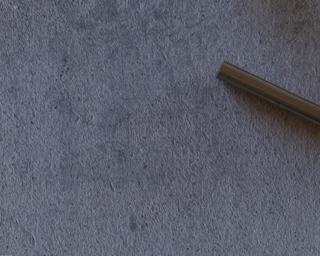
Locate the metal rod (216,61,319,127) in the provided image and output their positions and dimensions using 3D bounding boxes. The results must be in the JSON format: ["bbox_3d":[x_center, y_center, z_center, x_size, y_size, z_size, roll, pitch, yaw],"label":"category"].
[{"bbox_3d":[0.216,-0.014,0.411,0.301,0.025,0.025,25,90,0],"label":"metal rod"}]
